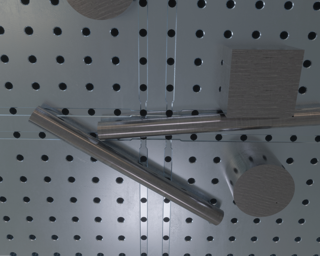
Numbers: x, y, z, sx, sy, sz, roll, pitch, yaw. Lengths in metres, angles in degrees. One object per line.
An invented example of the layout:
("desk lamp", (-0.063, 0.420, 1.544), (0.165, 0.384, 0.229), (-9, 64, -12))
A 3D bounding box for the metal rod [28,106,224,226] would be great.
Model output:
("metal rod", (-0.038, 0.058, 0.434), (0.301, 0.025, 0.025), (31, 107, -11))

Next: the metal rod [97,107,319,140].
("metal rod", (0.070, -0.006, 0.411), (0.302, 0.025, 0.025), (-4, 110, 1))

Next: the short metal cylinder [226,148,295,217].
("short metal cylinder", (0.136, 0.075, 0.429), (0.081, 0.050, 0.079), (0, 110, 0))

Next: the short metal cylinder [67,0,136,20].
("short metal cylinder", (-0.063, -0.161, 0.340), (0.081, 0.050, 0.079), (0, 110, 0))

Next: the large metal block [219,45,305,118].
("large metal block", (0.120, -0.058, 0.380), (0.081, 0.050, 0.079), (0, 110, -1))
